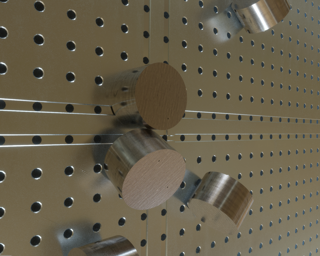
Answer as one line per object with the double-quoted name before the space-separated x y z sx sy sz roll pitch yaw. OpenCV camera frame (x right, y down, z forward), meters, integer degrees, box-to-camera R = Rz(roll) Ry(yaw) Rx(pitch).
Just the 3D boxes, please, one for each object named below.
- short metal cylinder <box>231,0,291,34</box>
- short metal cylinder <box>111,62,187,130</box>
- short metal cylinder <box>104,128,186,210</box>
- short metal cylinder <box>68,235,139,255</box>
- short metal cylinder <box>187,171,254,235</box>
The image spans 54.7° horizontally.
"short metal cylinder" 0.168 -0.205 0.517 0.050 0.080 0.080 46 62 -31
"short metal cylinder" -0.013 -0.037 0.384 0.081 0.050 0.079 0 90 -40
"short metal cylinder" -0.018 0.047 0.360 0.081 0.050 0.079 -17 125 -26
"short metal cylinder" -0.059 0.160 0.326 0.050 0.080 0.079 -2 92 -40
"short metal cylinder" 0.087 0.109 0.449 0.050 0.080 0.080 -51 120 -28
